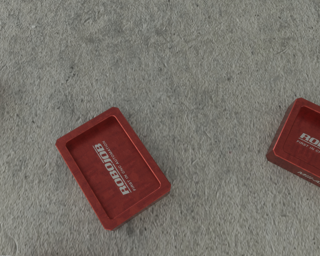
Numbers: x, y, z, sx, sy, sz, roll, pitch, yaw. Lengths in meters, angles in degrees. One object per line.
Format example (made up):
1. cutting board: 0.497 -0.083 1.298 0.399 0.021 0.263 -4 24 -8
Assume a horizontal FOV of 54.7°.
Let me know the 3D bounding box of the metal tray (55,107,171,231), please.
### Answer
1. metal tray: -0.058 0.049 0.387 0.090 0.030 0.130 -32 73 -11

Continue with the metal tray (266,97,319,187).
1. metal tray: 0.216 0.029 0.396 0.130 0.030 0.090 28 72 9
